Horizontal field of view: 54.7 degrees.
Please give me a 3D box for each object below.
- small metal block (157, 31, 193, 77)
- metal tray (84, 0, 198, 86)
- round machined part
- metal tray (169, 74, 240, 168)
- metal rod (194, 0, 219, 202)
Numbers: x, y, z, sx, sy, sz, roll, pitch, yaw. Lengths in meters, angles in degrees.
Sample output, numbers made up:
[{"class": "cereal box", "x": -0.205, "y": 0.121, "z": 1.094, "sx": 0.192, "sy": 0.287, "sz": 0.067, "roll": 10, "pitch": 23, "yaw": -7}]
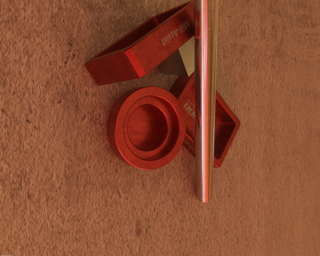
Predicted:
[{"class": "small metal block", "x": 0.017, "y": -0.096, "z": 0.399, "sx": 0.025, "sy": 0.050, "sz": 0.050, "roll": -49, "pitch": 134, "yaw": -26}, {"class": "metal tray", "x": -0.012, "y": -0.099, "z": 0.354, "sx": 0.131, "sy": 0.090, "sz": 0.030, "roll": -45, "pitch": 118, "yaw": -31}, {"class": "round machined part", "x": -0.020, "y": -0.001, "z": 0.376, "sx": 0.099, "sy": 0.042, "sz": 0.097, "roll": -3, "pitch": 95, "yaw": -34}, {"class": "metal tray", "x": 0.061, "y": -0.013, "z": 0.457, "sx": 0.130, "sy": 0.030, "sz": 0.090, "roll": 45, "pitch": 63, "yaw": -31}, {"class": "metal rod", "x": 0.056, "y": -0.021, "z": 0.386, "sx": 0.025, "sy": 0.025, "sz": 0.298, "roll": -33, "pitch": 132, "yaw": -35}]
